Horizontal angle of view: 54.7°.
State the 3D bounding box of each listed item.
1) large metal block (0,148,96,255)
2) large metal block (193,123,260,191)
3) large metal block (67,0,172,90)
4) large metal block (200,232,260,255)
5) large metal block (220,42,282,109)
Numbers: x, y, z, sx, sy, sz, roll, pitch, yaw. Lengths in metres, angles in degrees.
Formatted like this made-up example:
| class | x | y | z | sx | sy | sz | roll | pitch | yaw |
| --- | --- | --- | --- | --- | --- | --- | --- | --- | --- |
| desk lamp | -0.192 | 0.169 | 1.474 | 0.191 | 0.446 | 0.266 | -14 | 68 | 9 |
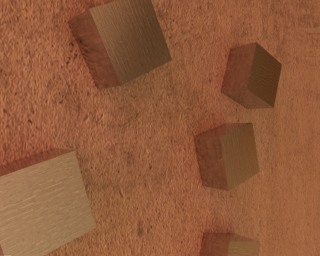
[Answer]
| class | x | y | z | sx | sy | sz | roll | pitch | yaw |
| --- | --- | --- | --- | --- | --- | --- | --- | --- | --- |
| large metal block | -0.117 | 0.070 | 0.290 | 0.081 | 0.050 | 0.080 | -20 | 103 | -38 |
| large metal block | 0.103 | 0.041 | 0.475 | 0.081 | 0.050 | 0.080 | -19 | 102 | -38 |
| large metal block | -0.043 | -0.098 | 0.352 | 0.081 | 0.050 | 0.080 | -34 | 111 | -35 |
| large metal block | 0.105 | 0.209 | 0.477 | 0.080 | 0.050 | 0.080 | 18 | 79 | -39 |
| large metal block | 0.154 | -0.084 | 0.517 | 0.080 | 0.050 | 0.080 | 24 | 75 | -38 |
